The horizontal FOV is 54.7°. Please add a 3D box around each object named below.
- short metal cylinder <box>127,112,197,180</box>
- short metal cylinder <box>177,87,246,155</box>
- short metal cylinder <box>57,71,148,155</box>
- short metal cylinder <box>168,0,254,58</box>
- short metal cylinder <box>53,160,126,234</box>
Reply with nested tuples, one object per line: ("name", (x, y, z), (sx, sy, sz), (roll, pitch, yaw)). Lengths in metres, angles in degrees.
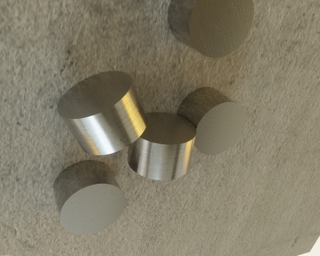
("short metal cylinder", (0.001, 0.020, 0.386), (0.081, 0.080, 0.050), (-7, 122, -25))
("short metal cylinder", (0.069, -0.010, 0.424), (0.081, 0.050, 0.079), (-14, 125, -21))
("short metal cylinder", (-0.059, -0.017, 0.329), (0.080, 0.080, 0.050), (-29, 129, -10))
("short metal cylinder", (0.056, -0.125, 0.346), (0.081, 0.050, 0.079), (-14, 125, -21))
("short metal cylinder", (-0.091, 0.088, 0.397), (0.081, 0.050, 0.079), (-14, 125, -21))
